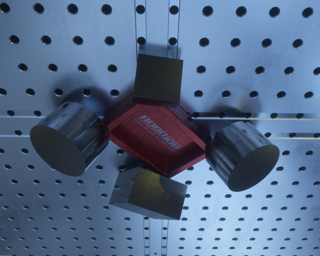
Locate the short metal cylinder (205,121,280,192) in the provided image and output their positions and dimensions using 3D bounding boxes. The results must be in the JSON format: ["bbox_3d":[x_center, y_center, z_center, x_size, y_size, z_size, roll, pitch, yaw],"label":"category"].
[{"bbox_3d":[0.108,0.038,0.408,0.081,0.050,0.079,-18,134,-20],"label":"short metal cylinder"}]

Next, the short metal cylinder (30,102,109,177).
[{"bbox_3d":[-0.112,0.014,0.386,0.080,0.050,0.079,17,134,19],"label":"short metal cylinder"}]

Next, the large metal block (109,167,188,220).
[{"bbox_3d":[-0.019,0.099,0.456,0.080,0.050,0.080,24,157,-20],"label":"large metal block"}]

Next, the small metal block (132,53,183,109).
[{"bbox_3d":[-0.003,-0.052,0.347,0.050,0.050,0.025,7,168,-6],"label":"small metal block"}]

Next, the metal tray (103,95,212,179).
[{"bbox_3d":[-0.001,0.010,0.415,0.090,0.030,0.130,-34,123,25],"label":"metal tray"}]
